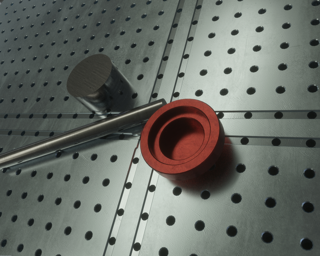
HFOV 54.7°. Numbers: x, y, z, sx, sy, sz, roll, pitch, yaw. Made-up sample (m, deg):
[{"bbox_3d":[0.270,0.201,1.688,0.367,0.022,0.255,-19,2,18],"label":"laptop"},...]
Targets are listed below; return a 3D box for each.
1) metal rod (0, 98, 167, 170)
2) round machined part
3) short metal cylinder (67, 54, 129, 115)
[{"bbox_3d":[-0.129,0.014,0.465,0.301,0.025,0.025,-17,55,17],"label":"metal rod"},{"bbox_3d":[0.029,0.017,0.371,0.098,0.042,0.098,-13,56,20],"label":"round machined part"},{"bbox_3d":[-0.096,-0.068,0.482,0.080,0.050,0.080,-13,56,20],"label":"short metal cylinder"}]
